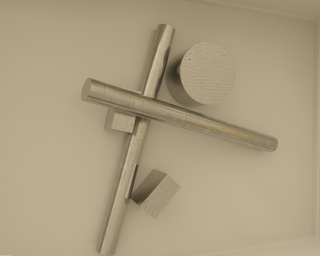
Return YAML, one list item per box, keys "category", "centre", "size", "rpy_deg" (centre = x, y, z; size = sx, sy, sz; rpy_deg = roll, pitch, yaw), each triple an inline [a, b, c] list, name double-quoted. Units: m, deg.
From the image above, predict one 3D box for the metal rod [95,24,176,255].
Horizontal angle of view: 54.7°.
- category: "metal rod"
  centre: [-0.030, 0.010, 0.400]
  size: [0.025, 0.025, 0.299]
  rpy_deg: [17, 84, -20]

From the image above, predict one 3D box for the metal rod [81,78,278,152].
- category: "metal rod"
  centre: [0.048, -0.007, 0.395]
  size: [0.302, 0.025, 0.025]
  rpy_deg: [15, 85, -33]

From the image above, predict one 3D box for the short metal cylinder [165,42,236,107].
- category: "short metal cylinder"
  centre: [0.054, -0.070, 0.418]
  size: [0.081, 0.050, 0.079]
  rpy_deg: [0, 90, -20]

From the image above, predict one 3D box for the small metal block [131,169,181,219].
- category: "small metal block"
  centre: [-0.007, 0.082, 0.396]
  size: [0.025, 0.050, 0.050]
  rpy_deg: [46, 76, -15]

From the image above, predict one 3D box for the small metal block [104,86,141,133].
- category: "small metal block"
  centre: [-0.047, -0.021, 0.381]
  size: [0.025, 0.050, 0.050]
  rpy_deg: [14, 86, -20]
